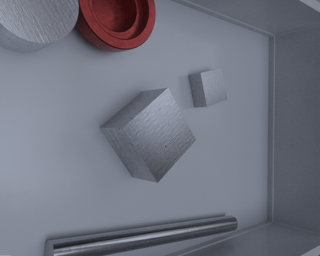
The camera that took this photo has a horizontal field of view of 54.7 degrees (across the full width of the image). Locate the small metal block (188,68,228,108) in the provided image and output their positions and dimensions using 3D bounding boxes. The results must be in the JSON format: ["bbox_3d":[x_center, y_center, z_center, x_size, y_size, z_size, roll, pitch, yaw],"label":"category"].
[{"bbox_3d":[0.073,-0.061,0.471,0.050,0.025,0.050,-20,103,-38],"label":"small metal block"}]

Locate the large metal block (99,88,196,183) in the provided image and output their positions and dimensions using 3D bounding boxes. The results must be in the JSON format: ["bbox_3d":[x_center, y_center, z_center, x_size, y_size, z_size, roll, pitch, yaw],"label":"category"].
[{"bbox_3d":[-0.013,0.008,0.382,0.080,0.050,0.080,-45,117,-31],"label":"large metal block"}]

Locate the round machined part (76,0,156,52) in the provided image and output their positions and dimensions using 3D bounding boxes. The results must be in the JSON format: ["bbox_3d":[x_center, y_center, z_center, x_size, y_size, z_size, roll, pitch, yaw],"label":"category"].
[{"bbox_3d":[-0.056,-0.134,0.349,0.099,0.042,0.097,-2,93,-40],"label":"round machined part"}]

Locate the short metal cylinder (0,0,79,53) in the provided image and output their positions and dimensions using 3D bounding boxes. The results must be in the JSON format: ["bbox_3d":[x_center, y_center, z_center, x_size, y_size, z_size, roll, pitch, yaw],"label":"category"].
[{"bbox_3d":[-0.124,-0.114,0.287,0.081,0.050,0.079,0,90,-40],"label":"short metal cylinder"}]

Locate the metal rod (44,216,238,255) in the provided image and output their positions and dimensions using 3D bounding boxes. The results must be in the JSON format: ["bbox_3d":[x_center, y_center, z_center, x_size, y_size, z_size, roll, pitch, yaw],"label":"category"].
[{"bbox_3d":[0.002,0.141,0.410,0.302,0.025,0.025,7,86,-40],"label":"metal rod"}]
